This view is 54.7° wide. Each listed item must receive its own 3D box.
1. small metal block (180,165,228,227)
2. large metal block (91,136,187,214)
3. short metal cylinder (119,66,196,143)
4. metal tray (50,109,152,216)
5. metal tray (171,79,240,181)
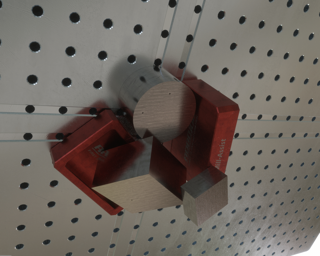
[{"bbox_3d":[0.054,0.081,0.371,0.050,0.025,0.050,-29,130,-25],"label":"small metal block"},{"bbox_3d":[-0.022,0.061,0.382,0.080,0.050,0.080,-18,136,27],"label":"large metal block"},{"bbox_3d":[-0.004,-0.029,0.377,0.081,0.050,0.079,-14,125,-21],"label":"short metal cylinder"},{"bbox_3d":[-0.064,0.049,0.403,0.090,0.030,0.130,-37,130,-4],"label":"metal tray"},{"bbox_3d":[0.053,0.012,0.407,0.030,0.090,0.129,-9,123,-24],"label":"metal tray"}]
